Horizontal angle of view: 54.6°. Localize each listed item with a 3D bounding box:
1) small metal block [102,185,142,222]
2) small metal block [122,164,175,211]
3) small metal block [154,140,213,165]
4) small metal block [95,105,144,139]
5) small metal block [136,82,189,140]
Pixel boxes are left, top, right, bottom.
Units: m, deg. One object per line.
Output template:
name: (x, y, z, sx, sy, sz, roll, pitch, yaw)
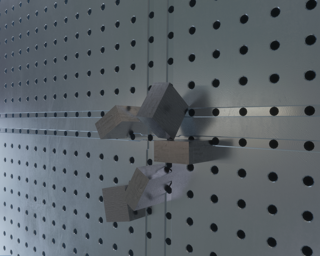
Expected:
small metal block: (-0.057, 0.110, 0.458, 0.050, 0.025, 0.050, -16, 80, 39)
small metal block: (-0.015, 0.076, 0.406, 0.025, 0.050, 0.050, 39, 114, 33)
small metal block: (0.028, 0.027, 0.371, 0.050, 0.050, 0.025, 0, 90, 40)
small metal block: (-0.054, -0.007, 0.439, 0.050, 0.050, 0.025, -36, 68, 34)
small metal block: (0.005, -0.021, 0.378, 0.025, 0.050, 0.050, 7, 63, 40)
